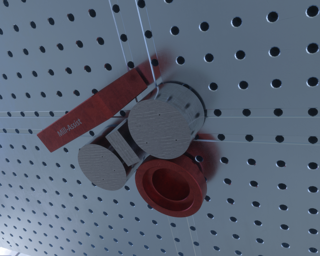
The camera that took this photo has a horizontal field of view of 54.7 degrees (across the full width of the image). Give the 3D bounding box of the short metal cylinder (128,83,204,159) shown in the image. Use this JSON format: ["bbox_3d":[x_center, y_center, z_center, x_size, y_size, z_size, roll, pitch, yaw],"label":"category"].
[{"bbox_3d":[0.008,-0.009,0.380,0.080,0.050,0.079,13,124,21],"label":"short metal cylinder"}]

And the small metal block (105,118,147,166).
[{"bbox_3d":[-0.037,0.015,0.418,0.025,0.050,0.050,-28,103,37],"label":"small metal block"}]

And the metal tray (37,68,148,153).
[{"bbox_3d":[-0.087,-0.022,0.396,0.130,0.090,0.030,-26,104,37],"label":"metal tray"}]

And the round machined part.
[{"bbox_3d":[0.019,0.073,0.430,0.098,0.042,0.097,13,124,21],"label":"round machined part"}]

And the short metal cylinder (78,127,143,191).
[{"bbox_3d":[-0.072,0.045,0.456,0.080,0.050,0.079,13,124,21],"label":"short metal cylinder"}]
